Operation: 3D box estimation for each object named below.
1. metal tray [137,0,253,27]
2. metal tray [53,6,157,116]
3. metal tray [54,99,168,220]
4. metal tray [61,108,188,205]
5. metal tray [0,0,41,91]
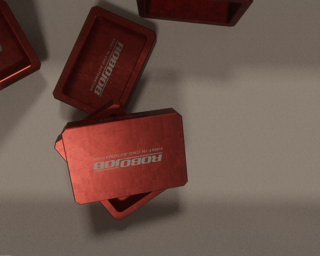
[{"bbox_3d":[0.038,-0.159,0.379,0.131,0.090,0.030,6,90,-1],"label":"metal tray"},{"bbox_3d":[-0.070,-0.080,0.407,0.090,0.030,0.129,24,90,-1],"label":"metal tray"},{"bbox_3d":[-0.054,0.041,0.389,0.090,0.030,0.130,-34,108,0],"label":"metal tray"},{"bbox_3d":[-0.038,0.031,0.357,0.131,0.030,0.089,-9,106,-9],"label":"metal tray"},{"bbox_3d":[-0.220,-0.081,0.357,0.131,0.030,0.090,-38,127,-26],"label":"metal tray"}]
